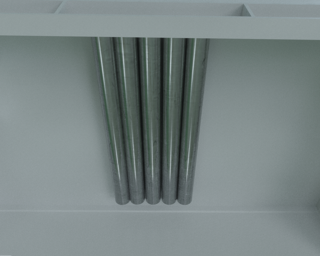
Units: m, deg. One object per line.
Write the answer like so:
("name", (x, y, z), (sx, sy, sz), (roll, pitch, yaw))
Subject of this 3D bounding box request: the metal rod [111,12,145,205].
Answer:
("metal rod", (-0.036, 0.001, 0.408), (0.025, 0.025, 0.298), (0, 130, 0))

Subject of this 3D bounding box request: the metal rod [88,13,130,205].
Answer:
("metal rod", (-0.060, 0.002, 0.408), (0.025, 0.025, 0.298), (0, 130, 0))

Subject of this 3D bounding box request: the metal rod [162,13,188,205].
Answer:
("metal rod", (0.015, 0.002, 0.409), (0.025, 0.025, 0.298), (0, 130, 0))

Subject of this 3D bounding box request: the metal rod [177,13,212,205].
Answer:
("metal rod", (0.040, 0.002, 0.409), (0.025, 0.025, 0.298), (0, 130, 0))

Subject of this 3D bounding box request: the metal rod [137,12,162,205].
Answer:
("metal rod", (-0.011, 0.001, 0.408), (0.025, 0.025, 0.298), (0, 130, 0))
